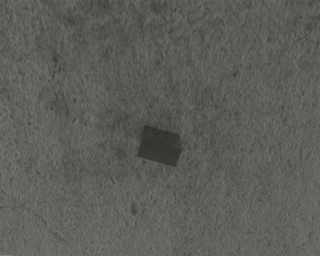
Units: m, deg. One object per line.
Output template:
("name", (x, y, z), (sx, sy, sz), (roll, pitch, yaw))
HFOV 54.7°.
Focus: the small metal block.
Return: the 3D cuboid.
("small metal block", (-0.001, 0.022, 0.405), (0.050, 0.050, 0.025), (16, 109, -6))
